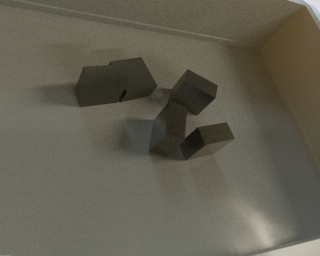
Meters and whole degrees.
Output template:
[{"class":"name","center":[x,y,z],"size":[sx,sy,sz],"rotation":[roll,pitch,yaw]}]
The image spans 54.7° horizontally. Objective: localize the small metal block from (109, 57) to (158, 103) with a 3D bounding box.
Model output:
[{"class":"small metal block","center":[-0.040,-0.067,0.427],"size":[0.050,0.025,0.050],"rotation":[-18,71,-35]}]

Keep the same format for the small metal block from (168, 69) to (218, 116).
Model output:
[{"class":"small metal block","center":[0.047,-0.050,0.447],"size":[0.050,0.050,0.025],"rotation":[26,53,-13]}]

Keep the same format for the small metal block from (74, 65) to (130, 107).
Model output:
[{"class":"small metal block","center":[-0.073,-0.052,0.383],"size":[0.050,0.050,0.025],"rotation":[-11,68,-33]}]

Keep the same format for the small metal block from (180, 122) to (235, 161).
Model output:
[{"class":"small metal block","center":[0.062,0.018,0.414],"size":[0.050,0.050,0.025],"rotation":[-9,67,-32]}]

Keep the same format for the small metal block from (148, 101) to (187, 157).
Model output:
[{"class":"small metal block","center":[0.010,0.002,0.396],"size":[0.025,0.050,0.050],"rotation":[20,54,-17]}]
